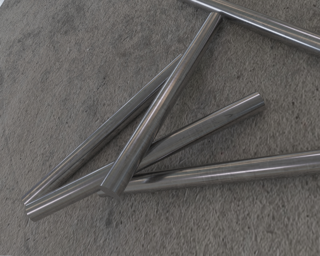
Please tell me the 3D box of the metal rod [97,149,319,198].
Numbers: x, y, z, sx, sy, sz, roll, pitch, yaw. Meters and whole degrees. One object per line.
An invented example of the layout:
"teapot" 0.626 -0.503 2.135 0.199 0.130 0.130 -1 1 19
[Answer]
"metal rod" 0.063 0.050 0.340 0.300 0.025 0.025 -11 57 22

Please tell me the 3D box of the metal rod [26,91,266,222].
"metal rod" -0.018 0.035 0.367 0.301 0.025 0.025 -26 52 2

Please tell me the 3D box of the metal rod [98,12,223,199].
"metal rod" 0.015 -0.048 0.389 0.025 0.025 0.301 10 55 32

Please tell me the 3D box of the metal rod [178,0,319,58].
"metal rod" 0.117 -0.159 0.439 0.025 0.025 0.300 -46 51 -4

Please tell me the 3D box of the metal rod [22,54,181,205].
"metal rod" -0.074 0.004 0.440 0.300 0.025 0.025 -42 51 -1
